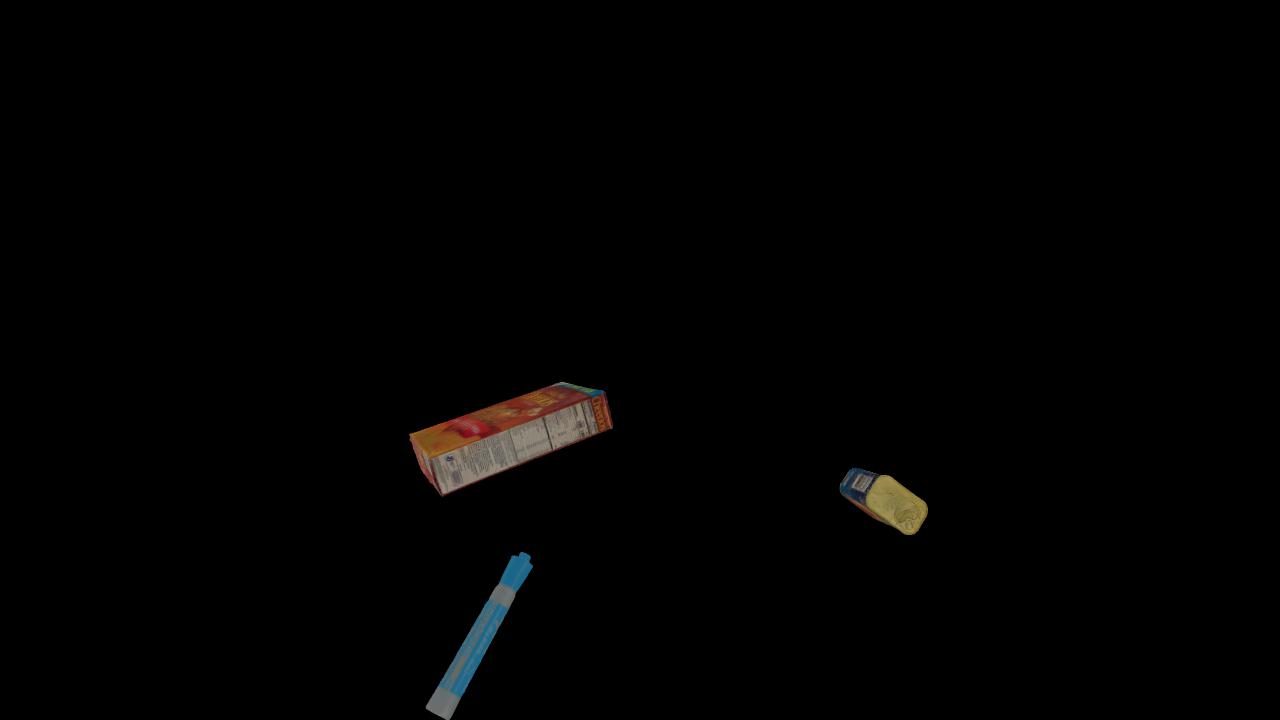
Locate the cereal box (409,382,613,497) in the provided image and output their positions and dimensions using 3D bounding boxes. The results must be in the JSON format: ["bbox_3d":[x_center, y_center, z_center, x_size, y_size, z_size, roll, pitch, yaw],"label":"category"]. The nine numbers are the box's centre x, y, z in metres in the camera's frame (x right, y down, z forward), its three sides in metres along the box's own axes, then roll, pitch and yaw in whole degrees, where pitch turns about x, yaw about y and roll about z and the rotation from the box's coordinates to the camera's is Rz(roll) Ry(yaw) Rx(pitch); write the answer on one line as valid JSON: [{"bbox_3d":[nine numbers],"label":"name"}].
[{"bbox_3d":[-0.225,0.122,1.067,0.306,0.081,0.203,-20,13,-25],"label":"cereal box"}]

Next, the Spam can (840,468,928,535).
[{"bbox_3d":[0.370,0.213,0.941,0.101,0.058,0.085,37,-6,-9],"label":"Spam can"}]

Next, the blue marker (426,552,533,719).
[{"bbox_3d":[-0.114,0.198,0.453,0.020,0.121,0.020,19,-34,14],"label":"blue marker"}]
